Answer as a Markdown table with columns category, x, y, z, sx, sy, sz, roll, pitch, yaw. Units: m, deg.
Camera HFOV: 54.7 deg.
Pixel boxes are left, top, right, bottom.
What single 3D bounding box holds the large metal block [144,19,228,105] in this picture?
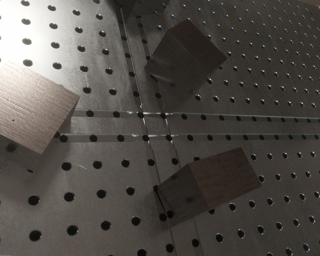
| category | x | y | z | sx | sy | sz | roll | pitch | yaw |
| --- | --- | --- | --- | --- | --- | --- | --- | --- | --- |
| large metal block | 0.036 | -0.095 | 0.452 | 0.080 | 0.080 | 0.050 | 46 | 51 | 3 |

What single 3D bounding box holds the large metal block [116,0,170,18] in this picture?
| category | x | y | z | sx | sy | sz | roll | pitch | yaw |
| --- | --- | --- | --- | --- | --- | --- | --- | --- | --- |
| large metal block | -0.035 | -0.238 | 0.521 | 0.081 | 0.050 | 0.080 | -26 | 76 | -37 |

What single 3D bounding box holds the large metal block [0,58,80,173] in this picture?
| category | x | y | z | sx | sy | sz | roll | pitch | yaw |
| --- | --- | --- | --- | --- | --- | --- | --- | --- | --- |
| large metal block | -0.143 | -0.012 | 0.323 | 0.080 | 0.050 | 0.080 | 29 | 52 | -10 |

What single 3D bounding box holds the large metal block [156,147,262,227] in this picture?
| category | x | y | z | sx | sy | sz | roll | pitch | yaw |
| --- | --- | --- | --- | --- | --- | --- | --- | --- | --- |
| large metal block | 0.055 | 0.069 | 0.362 | 0.081 | 0.080 | 0.050 | -12 | 68 | -33 |
